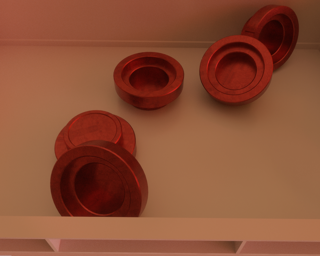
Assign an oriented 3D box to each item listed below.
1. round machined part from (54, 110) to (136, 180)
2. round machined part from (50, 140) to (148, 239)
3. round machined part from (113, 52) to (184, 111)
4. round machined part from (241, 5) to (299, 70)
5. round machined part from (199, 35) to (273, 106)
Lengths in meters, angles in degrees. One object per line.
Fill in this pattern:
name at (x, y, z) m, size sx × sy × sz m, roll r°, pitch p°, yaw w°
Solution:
round machined part at (-0.079, 0.016, 0.380) m, size 0.099 × 0.042 × 0.098 m, roll 0°, pitch 50°, yaw 0°
round machined part at (-0.059, 0.059, 0.320) m, size 0.098 × 0.097 × 0.042 m, roll 16°, pitch 16°, yaw 13°
round machined part at (-0.016, -0.063, 0.447) m, size 0.099 × 0.042 × 0.098 m, roll 0°, pitch 50°, yaw 0°
round machined part at (0.165, -0.141, 0.482) m, size 0.099 × 0.097 × 0.042 m, roll -25°, pitch 35°, yaw -20°
round machined part at (0.109, -0.078, 0.442) m, size 0.098 × 0.042 × 0.097 m, roll -3°, pitch 79°, yaw 17°
